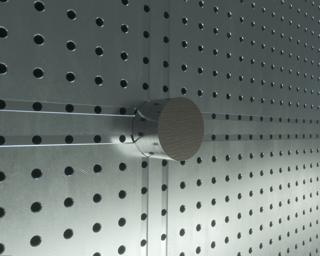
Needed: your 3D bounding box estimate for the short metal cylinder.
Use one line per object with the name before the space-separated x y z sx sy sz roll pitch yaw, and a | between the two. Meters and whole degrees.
short metal cylinder | 0.012 0.001 0.404 0.081 0.050 0.079 0 90 -40
